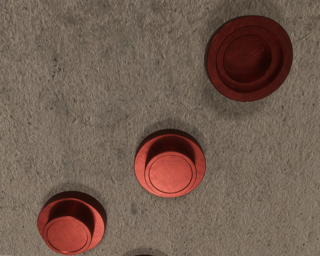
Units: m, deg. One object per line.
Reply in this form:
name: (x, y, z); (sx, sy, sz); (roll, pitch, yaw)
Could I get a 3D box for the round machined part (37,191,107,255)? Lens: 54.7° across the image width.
round machined part: (-0.130, 0.145, 0.452); (0.099, 0.042, 0.097); (0, 110, -1)

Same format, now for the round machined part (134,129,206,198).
round machined part: (0.014, 0.053, 0.421); (0.099, 0.042, 0.097); (0, 110, -1)

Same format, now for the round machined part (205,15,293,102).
round machined part: (0.102, -0.084, 0.371); (0.099, 0.042, 0.097); (0, 110, -1)
